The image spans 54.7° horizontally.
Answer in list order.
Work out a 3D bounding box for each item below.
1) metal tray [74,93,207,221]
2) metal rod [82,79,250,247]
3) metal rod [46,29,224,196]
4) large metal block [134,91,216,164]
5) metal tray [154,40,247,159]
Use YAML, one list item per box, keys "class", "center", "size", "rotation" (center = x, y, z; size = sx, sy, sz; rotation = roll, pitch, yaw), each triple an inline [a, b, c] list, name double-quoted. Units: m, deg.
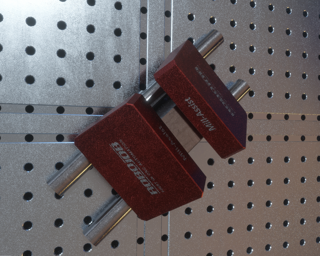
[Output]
- class: "metal tray"
  center: [-0.021, 0.037, 0.348]
  size: [0.090, 0.030, 0.130]
  rotation: [-31, 105, 27]
- class: "metal rod"
  center: [0.018, 0.037, 0.421]
  size: [0.301, 0.025, 0.025]
  rotation: [-44, 104, -15]
- class: "metal rod"
  center: [-0.022, -0.029, 0.406]
  size: [0.301, 0.025, 0.025]
  rotation: [-44, 104, -15]
- class: "large metal block"
  center: [0.014, -0.002, 0.389]
  size: [0.080, 0.080, 0.050]
  rotation: [-44, 104, -15]
- class: "metal tray"
  center: [0.055, -0.037, 0.376]
  size: [0.130, 0.030, 0.090]
  rotation: [49, 31, -14]
